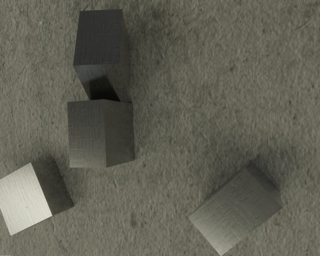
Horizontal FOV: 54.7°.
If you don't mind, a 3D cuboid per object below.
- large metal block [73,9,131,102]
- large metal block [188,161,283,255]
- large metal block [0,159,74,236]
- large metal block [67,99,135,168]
[{"bbox_3d":[-0.067,-0.086,0.383,0.050,0.080,0.080,-2,64,1],"label":"large metal block"},{"bbox_3d":[0.087,0.085,0.349,0.080,0.080,0.050,-45,77,14],"label":"large metal block"},{"bbox_3d":[-0.188,0.101,0.460,0.080,0.050,0.080,-28,81,17],"label":"large metal block"},{"bbox_3d":[-0.074,0.007,0.405,0.050,0.080,0.079,-2,90,20],"label":"large metal block"}]
